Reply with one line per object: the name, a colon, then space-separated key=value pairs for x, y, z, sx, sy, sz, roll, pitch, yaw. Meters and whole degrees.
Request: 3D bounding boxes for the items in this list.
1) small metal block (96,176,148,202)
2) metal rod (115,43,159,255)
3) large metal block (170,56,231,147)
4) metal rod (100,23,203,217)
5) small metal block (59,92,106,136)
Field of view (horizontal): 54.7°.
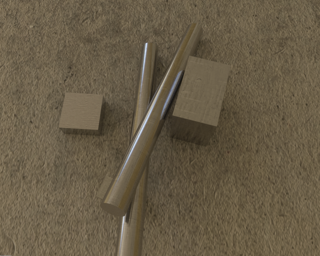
small metal block: x=-0.042 y=0.082 z=0.364 sx=0.050 sy=0.050 sz=0.025 roll=22 pitch=72 yaw=7
metal rod: x=-0.023 y=0.009 z=0.367 sx=0.025 sy=0.025 sz=0.300 roll=3 pitch=56 yaw=1
large metal block: x=0.048 y=-0.031 z=0.391 sx=0.050 sy=0.080 sz=0.080 roll=15 pitch=71 yaw=5
metal rod: x=0.004 y=-0.035 z=0.374 sx=0.025 sy=0.025 sz=0.300 roll=19 pitch=53 yaw=6
small metal block: x=-0.102 y=-0.018 z=0.414 sx=0.050 sy=0.025 sz=0.050 roll=4 pitch=70 yaw=1
